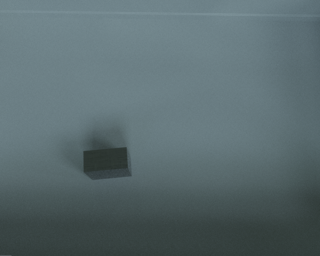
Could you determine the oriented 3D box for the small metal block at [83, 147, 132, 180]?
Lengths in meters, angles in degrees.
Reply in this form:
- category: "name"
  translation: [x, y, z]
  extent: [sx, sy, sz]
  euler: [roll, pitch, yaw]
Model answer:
- category: "small metal block"
  translation: [-0.063, 0.045, 0.380]
  extent: [0.050, 0.050, 0.025]
  euler: [-5, 70, -2]
